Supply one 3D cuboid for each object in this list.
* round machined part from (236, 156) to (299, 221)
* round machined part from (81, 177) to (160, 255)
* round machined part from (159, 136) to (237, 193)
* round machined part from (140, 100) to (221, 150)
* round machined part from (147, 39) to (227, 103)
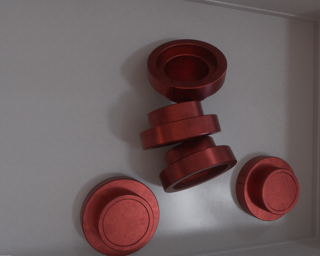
[{"bbox_3d":[0.168,0.092,0.466,0.099,0.042,0.097,0,90,-21],"label":"round machined part"},{"bbox_3d":[-0.047,0.112,0.385,0.099,0.042,0.097,0,90,-21],"label":"round machined part"},{"bbox_3d":[0.044,0.044,0.396,0.099,0.098,0.042,-14,68,-20],"label":"round machined part"},{"bbox_3d":[0.022,-0.004,0.382,0.099,0.098,0.042,-12,84,-20],"label":"round machined part"},{"bbox_3d":[0.034,-0.068,0.397,0.099,0.098,0.042,-25,143,-19],"label":"round machined part"}]
